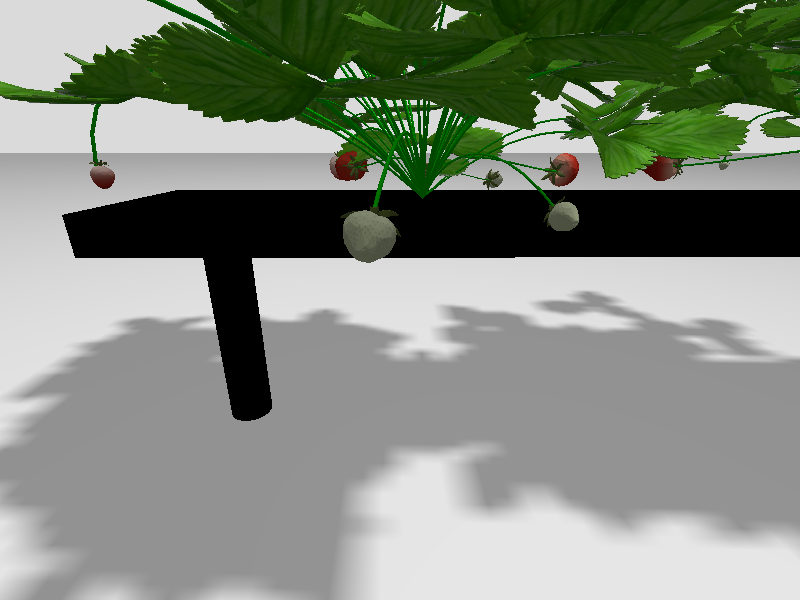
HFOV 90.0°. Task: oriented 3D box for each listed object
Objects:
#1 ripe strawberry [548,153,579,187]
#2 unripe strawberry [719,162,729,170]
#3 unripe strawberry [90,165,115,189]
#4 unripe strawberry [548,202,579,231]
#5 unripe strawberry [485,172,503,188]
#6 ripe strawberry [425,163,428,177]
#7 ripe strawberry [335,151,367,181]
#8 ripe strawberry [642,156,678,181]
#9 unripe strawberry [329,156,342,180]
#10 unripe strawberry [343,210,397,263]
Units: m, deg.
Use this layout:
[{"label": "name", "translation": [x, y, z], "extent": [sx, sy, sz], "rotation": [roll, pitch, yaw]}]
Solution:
[{"label": "ripe strawberry", "translation": [0.172, -0.135, 0.417], "extent": [0.032, 0.033, 0.029], "rotation": [-11, 24, -28]}, {"label": "unripe strawberry", "translation": [0.440, -0.183, 0.545], "extent": [0.011, 0.011, 0.011], "rotation": [-3, 22, -7]}, {"label": "unripe strawberry", "translation": [-0.228, -0.094, 0.307], "extent": [0.015, 0.018, 0.018], "rotation": [-2, 22, -6]}, {"label": "unripe strawberry", "translation": [0.087, -0.043, 0.210], "extent": [0.015, 0.015, 0.016], "rotation": [-10, 43, -24]}, {"label": "unripe strawberry", "translation": [0.096, -0.122, 0.407], "extent": [0.016, 0.016, 0.017], "rotation": [-19, 28, -41]}, {"label": "ripe strawberry", "translation": [0.028, -0.149, 0.467], "extent": [0.024, 0.021, 0.024], "rotation": [1, 16, 3]}, {"label": "ripe strawberry", "translation": [-0.059, -0.158, 0.473], "extent": [0.038, 0.033, 0.038], "rotation": [-11, 23, -26]}, {"label": "ripe strawberry", "translation": [0.319, -0.166, 0.493], "extent": [0.036, 0.038, 0.039], "rotation": [-18, 27, -38]}, {"label": "unripe strawberry", "translation": [-0.077, -0.168, 0.514], "extent": [0.028, 0.030, 0.030], "rotation": [-11, -32, -25]}, {"label": "unripe strawberry", "translation": [-0.012, -0.024, 0.155], "extent": [0.021, 0.021, 0.018], "rotation": [3, -36, 9]}]
